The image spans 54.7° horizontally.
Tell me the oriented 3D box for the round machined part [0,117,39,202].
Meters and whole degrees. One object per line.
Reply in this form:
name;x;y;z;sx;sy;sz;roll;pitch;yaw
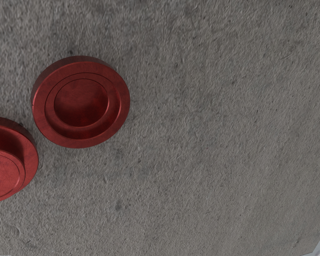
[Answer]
round machined part;-0.179;0.040;0.323;0.099;0.042;0.097;-14;124;-21

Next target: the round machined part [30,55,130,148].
round machined part;-0.085;-0.030;0.330;0.099;0.042;0.097;-14;124;-21
